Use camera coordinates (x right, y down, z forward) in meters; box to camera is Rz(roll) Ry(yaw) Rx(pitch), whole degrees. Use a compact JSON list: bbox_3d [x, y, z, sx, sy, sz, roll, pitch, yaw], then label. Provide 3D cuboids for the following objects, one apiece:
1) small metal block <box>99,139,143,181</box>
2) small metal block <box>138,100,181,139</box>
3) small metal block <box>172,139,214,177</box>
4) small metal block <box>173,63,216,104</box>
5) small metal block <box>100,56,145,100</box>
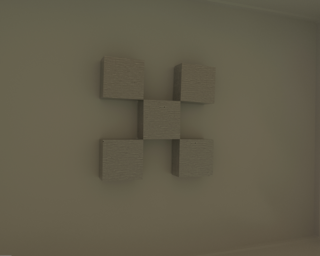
[{"bbox_3d":[-0.049,0.039,0.390,0.050,0.025,0.050,1,90,-20],"label":"small metal block"},{"bbox_3d":[-0.001,-0.011,0.407,0.050,0.025,0.050,0,90,-20],"label":"small metal block"},{"bbox_3d":[0.045,0.040,0.424,0.050,0.025,0.050,1,90,-20],"label":"small metal block"},{"bbox_3d":[0.047,-0.059,0.425,0.050,0.025,0.050,3,89,-20],"label":"small metal block"},{"bbox_3d":[-0.048,-0.061,0.391,0.050,0.025,0.050,2,90,-20],"label":"small metal block"}]
